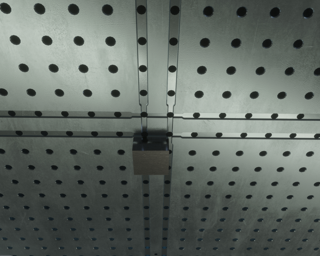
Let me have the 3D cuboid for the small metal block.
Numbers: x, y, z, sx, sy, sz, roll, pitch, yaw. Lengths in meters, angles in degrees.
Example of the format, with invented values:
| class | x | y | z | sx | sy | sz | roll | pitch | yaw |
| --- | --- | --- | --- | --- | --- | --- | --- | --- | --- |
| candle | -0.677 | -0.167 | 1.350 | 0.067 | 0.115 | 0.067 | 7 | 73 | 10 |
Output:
| class | x | y | z | sx | sy | sz | roll | pitch | yaw |
| --- | --- | --- | --- | --- | --- | --- | --- | --- | --- |
| small metal block | -0.013 | 0.042 | 0.447 | 0.050 | 0.025 | 0.050 | 0 | 130 | 0 |
